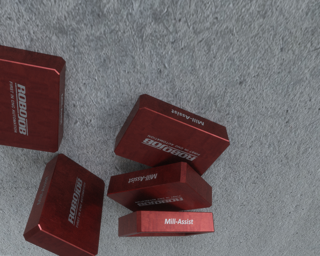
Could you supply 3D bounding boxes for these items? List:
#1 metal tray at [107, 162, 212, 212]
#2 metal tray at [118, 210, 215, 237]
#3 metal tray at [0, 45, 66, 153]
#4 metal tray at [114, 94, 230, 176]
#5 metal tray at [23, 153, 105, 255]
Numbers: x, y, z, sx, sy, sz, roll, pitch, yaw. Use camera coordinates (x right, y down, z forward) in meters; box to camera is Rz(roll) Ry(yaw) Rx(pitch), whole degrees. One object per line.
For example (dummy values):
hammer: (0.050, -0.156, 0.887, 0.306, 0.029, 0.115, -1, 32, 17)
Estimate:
metal tray: (0.000, 0.094, 0.456, 0.130, 0.030, 0.090, -16, 139, 28)
metal tray: (0.009, 0.155, 0.495, 0.131, 0.030, 0.090, 9, 155, -24)
metal tray: (-0.166, -0.031, 0.376, 0.091, 0.030, 0.129, 10, 130, -9)
metal tray: (0.015, 0.017, 0.419, 0.131, 0.030, 0.089, 21, 127, -17)
metal tray: (-0.124, 0.107, 0.427, 0.030, 0.130, 0.090, -36, 122, 21)
